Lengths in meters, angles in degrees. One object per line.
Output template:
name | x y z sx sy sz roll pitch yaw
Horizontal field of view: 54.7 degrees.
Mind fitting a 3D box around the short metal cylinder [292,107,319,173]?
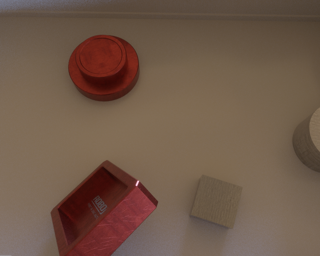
short metal cylinder | 0.219 0.014 0.394 0.081 0.050 0.080 0 70 0

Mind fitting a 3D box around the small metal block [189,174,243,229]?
small metal block | 0.068 0.090 0.378 0.050 0.025 0.050 17 71 6

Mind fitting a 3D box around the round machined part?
round machined part | -0.079 -0.090 0.433 0.099 0.042 0.098 0 70 -1

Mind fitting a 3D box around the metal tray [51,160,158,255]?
metal tray | -0.065 0.084 0.324 0.090 0.130 0.030 -44 108 -15
